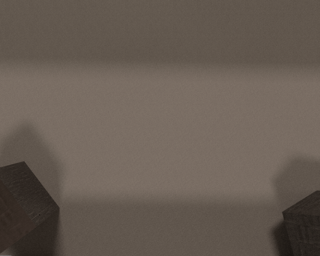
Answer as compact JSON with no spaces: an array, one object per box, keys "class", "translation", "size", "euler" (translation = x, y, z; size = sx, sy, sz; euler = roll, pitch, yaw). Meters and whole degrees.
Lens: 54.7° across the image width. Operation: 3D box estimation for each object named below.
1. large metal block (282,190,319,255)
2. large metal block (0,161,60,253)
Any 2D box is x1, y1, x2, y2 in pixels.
[{"class":"large metal block","translation":[0.207,0.130,0.384],"size":[0.081,0.050,0.080],"euler":[-15,90,-33]},{"class":"large metal block","translation":[-0.181,0.092,0.382],"size":[0.050,0.080,0.080],"euler":[-37,90,0]}]
